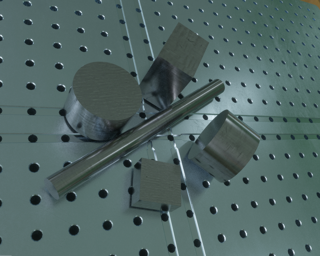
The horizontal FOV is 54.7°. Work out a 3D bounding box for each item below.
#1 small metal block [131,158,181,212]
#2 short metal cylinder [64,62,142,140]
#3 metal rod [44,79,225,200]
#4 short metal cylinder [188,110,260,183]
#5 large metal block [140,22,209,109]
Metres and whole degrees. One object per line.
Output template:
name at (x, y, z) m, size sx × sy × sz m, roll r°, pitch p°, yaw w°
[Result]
small metal block at (-0.004, 0.067, 0.361) m, size 0.050 × 0.025 × 0.050 m, roll 14°, pitch 56°, yaw -21°
short metal cylinder at (-0.068, -0.032, 0.370) m, size 0.081 × 0.050 × 0.080 m, roll 14°, pitch 56°, yaw -21°
metal rod at (-0.008, -0.003, 0.401) m, size 0.302 × 0.025 × 0.025 m, roll -32°, pitch 80°, yaw -38°
short metal cylinder at (0.081, 0.023, 0.398) m, size 0.050 × 0.080 × 0.080 m, roll 38°, pitch 51°, yaw -4°
large metal block at (0.016, -0.083, 0.428) m, size 0.050 × 0.080 × 0.080 m, roll 32°, pitch 52°, yaw -8°
